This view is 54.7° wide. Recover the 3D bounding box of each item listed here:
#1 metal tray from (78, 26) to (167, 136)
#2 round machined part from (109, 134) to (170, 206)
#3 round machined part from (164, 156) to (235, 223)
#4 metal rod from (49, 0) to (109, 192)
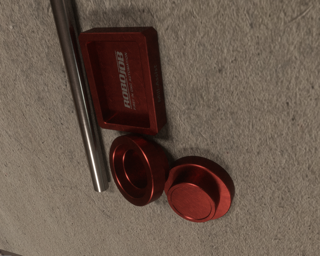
[{"bbox_3d":[-0.044,-0.058,0.389,0.090,0.030,0.129,7,122,24],"label":"metal tray"},{"bbox_3d":[-0.025,0.053,0.425,0.098,0.042,0.097,20,117,45],"label":"round machined part"},{"bbox_3d":[0.049,0.090,0.425,0.098,0.042,0.097,13,124,20],"label":"round machined part"},{"bbox_3d":[-0.109,-0.030,0.443,0.025,0.025,0.298,9,123,23],"label":"metal rod"}]
